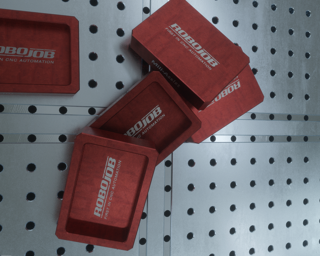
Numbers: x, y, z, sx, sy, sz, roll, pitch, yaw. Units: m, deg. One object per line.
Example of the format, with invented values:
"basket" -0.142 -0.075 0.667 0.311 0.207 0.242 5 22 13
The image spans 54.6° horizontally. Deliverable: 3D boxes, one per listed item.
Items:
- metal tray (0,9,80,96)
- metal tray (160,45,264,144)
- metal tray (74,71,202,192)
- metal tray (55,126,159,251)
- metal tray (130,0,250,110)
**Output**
"metal tray" -0.160 -0.083 0.350 0.131 0.030 0.090 -1 90 -20
"metal tray" 0.075 -0.048 0.437 0.131 0.030 0.090 -32 101 -17
"metal tray" -0.026 0.004 0.381 0.130 0.030 0.090 -41 104 1
"metal tray" -0.061 0.071 0.358 0.091 0.030 0.129 13 103 -8
"metal tray" 0.038 -0.097 0.398 0.130 0.030 0.090 44 71 5
